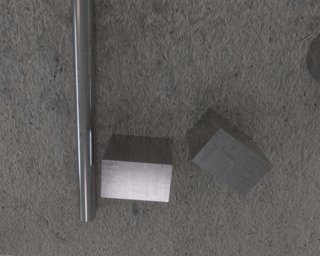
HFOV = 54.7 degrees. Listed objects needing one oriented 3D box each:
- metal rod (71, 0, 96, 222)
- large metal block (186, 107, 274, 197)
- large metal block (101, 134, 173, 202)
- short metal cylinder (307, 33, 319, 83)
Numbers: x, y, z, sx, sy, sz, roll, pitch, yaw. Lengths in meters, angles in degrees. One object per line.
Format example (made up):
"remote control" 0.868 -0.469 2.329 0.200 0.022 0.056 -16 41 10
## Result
"metal rod" -0.098 -0.009 0.405 0.025 0.025 0.298 3 110 -2
"large metal block" 0.083 0.027 0.391 0.080 0.080 0.050 35 106 -12
"large metal block" -0.028 0.048 0.398 0.081 0.080 0.050 5 110 -2
"short metal cylinder" 0.226 -0.083 0.368 0.081 0.050 0.079 0 110 0
